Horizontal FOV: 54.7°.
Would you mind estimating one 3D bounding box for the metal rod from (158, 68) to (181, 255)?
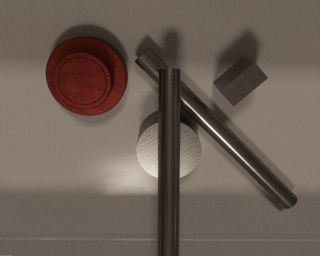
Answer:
[{"bbox_3d":[0.010,0.083,0.359,0.025,0.025,0.298,0,92,-1],"label":"metal rod"}]

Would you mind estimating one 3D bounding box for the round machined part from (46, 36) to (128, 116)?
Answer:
[{"bbox_3d":[-0.090,-0.061,0.379,0.099,0.042,0.097,0,110,-1],"label":"round machined part"}]

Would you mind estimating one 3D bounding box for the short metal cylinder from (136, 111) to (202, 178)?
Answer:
[{"bbox_3d":[0.011,0.020,0.406,0.081,0.050,0.079,0,110,-1],"label":"short metal cylinder"}]

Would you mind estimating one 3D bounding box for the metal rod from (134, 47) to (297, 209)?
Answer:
[{"bbox_3d":[0.084,0.009,0.415,0.300,0.025,0.025,43,104,-15],"label":"metal rod"}]

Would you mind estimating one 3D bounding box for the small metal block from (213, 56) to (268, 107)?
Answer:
[{"bbox_3d":[0.096,-0.058,0.378,0.050,0.050,0.025,-41,105,13],"label":"small metal block"}]
